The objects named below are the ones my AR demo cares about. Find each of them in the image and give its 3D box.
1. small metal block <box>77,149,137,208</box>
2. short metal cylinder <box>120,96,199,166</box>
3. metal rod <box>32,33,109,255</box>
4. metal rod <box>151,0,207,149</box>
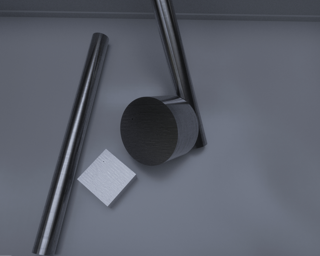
[{"bbox_3d":[-0.064,0.063,0.386,0.050,0.025,0.050,38,74,12],"label":"small metal block"},{"bbox_3d":[-0.001,0.001,0.374,0.080,0.050,0.079,5,100,32],"label":"short metal cylinder"},{"bbox_3d":[-0.111,0.006,0.406,0.025,0.025,0.299,9,70,3],"label":"metal rod"},{"bbox_3d":[0.011,-0.119,0.379,0.025,0.025,0.298,-16,100,-6],"label":"metal rod"}]
